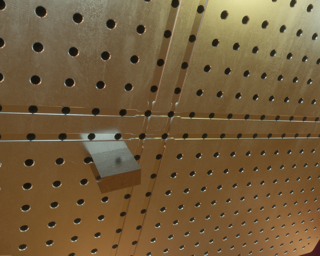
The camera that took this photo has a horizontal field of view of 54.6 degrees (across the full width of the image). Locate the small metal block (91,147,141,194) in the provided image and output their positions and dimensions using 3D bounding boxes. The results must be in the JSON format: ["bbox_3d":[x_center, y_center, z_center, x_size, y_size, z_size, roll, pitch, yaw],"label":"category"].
[{"bbox_3d":[-0.057,0.053,0.396,0.050,0.050,0.025,-10,123,-23],"label":"small metal block"}]
